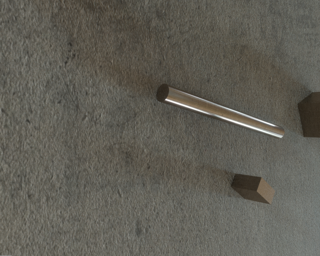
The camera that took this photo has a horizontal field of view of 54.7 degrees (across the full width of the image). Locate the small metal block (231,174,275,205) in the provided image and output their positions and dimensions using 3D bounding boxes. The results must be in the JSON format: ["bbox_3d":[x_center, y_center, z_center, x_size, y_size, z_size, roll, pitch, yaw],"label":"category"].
[{"bbox_3d":[0.157,0.103,0.524,0.050,0.050,0.025,41,65,-33],"label":"small metal block"}]

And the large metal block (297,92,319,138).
[{"bbox_3d":[0.357,-0.031,0.693,0.081,0.050,0.080,-29,109,-36],"label":"large metal block"}]

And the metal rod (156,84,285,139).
[{"bbox_3d":[0.117,-0.019,0.505,0.302,0.025,0.025,14,81,-39],"label":"metal rod"}]
